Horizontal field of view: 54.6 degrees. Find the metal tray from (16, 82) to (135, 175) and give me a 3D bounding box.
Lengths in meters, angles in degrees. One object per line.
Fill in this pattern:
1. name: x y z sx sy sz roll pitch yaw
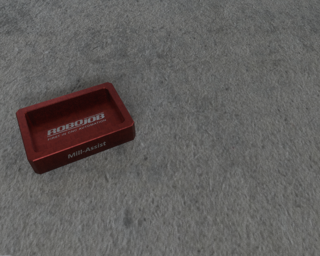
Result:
1. metal tray: -0.108 -0.004 0.403 0.131 0.030 0.090 -20 53 -17
